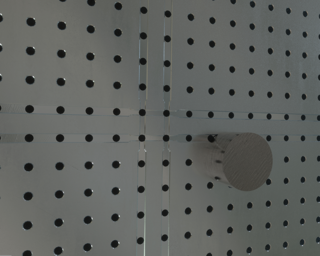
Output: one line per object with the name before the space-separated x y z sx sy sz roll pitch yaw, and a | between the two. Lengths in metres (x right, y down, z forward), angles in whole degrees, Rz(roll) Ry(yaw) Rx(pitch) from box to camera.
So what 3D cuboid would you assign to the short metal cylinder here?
short metal cylinder | 0.111 0.046 0.442 0.081 0.050 0.079 0 90 -21
